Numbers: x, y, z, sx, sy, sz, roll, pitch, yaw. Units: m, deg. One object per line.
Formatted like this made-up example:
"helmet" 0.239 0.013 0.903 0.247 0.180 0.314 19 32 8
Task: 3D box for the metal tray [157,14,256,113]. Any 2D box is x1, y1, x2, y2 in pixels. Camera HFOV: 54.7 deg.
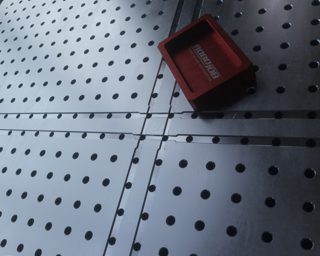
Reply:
"metal tray" 0.060 -0.094 0.430 0.090 0.030 0.130 -30 52 8
